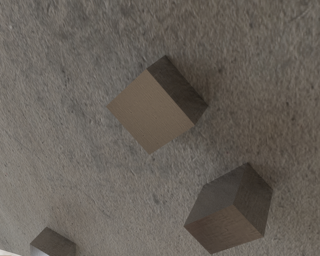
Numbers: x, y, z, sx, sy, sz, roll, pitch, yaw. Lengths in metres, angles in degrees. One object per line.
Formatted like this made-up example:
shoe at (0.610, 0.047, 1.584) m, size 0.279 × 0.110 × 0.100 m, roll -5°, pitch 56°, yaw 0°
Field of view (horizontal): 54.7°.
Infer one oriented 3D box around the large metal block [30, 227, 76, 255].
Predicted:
large metal block at (-0.236, 0.278, 0.684) m, size 0.080 × 0.050 × 0.079 m, roll 24°, pitch 127°, yaw 13°

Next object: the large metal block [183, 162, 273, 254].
large metal block at (0.087, 0.100, 0.387) m, size 0.050 × 0.080 × 0.080 m, roll 47°, pitch 129°, yaw -5°

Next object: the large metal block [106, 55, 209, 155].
large metal block at (-0.004, -0.026, 0.375) m, size 0.080 × 0.050 × 0.080 m, roll 49°, pitch 128°, yaw -7°
